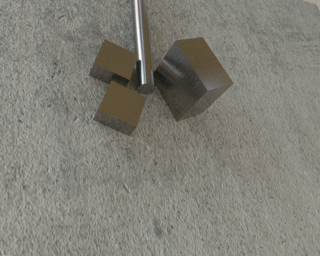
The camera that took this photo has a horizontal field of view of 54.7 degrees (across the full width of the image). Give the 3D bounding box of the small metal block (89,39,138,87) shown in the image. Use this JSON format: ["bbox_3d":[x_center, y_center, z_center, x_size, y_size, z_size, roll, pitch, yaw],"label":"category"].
[{"bbox_3d":[-0.063,-0.086,0.424,0.050,0.025,0.050,23,53,-15],"label":"small metal block"}]

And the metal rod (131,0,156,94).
[{"bbox_3d":[-0.032,-0.184,0.500,0.025,0.025,0.299,8,58,-24],"label":"metal rod"}]

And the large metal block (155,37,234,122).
[{"bbox_3d":[0.042,-0.067,0.434,0.050,0.080,0.080,-19,72,-36],"label":"large metal block"}]

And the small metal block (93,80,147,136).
[{"bbox_3d":[-0.050,-0.025,0.393,0.050,0.025,0.050,26,53,-13],"label":"small metal block"}]
